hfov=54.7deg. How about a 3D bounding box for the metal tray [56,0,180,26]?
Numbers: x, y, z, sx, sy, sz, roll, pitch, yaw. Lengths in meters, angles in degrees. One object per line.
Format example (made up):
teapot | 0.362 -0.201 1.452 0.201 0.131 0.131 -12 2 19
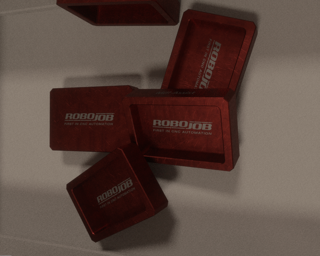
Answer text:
metal tray | -0.050 -0.158 0.392 0.130 0.090 0.030 6 92 19

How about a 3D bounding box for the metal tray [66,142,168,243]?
metal tray | -0.061 0.087 0.406 0.130 0.030 0.090 -35 80 34

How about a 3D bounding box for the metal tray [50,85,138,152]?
metal tray | -0.093 -0.012 0.439 0.130 0.030 0.089 0 90 19

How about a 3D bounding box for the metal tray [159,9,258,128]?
metal tray | 0.057 -0.072 0.387 0.090 0.030 0.129 19 96 18

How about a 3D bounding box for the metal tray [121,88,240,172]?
metal tray | 0.024 0.000 0.370 0.130 0.030 0.089 3 117 27
